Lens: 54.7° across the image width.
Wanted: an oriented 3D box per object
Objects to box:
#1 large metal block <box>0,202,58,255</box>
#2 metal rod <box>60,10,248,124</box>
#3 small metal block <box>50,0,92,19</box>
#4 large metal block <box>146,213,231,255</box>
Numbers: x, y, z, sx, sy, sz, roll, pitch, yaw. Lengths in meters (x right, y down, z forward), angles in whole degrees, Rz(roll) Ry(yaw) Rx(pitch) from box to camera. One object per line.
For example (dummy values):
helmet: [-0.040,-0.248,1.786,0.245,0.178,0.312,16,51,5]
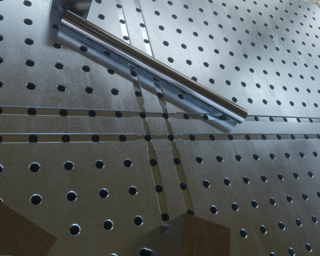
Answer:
large metal block: [-0.145,0.107,0.249,0.080,0.050,0.080,35,51,-5]
metal rod: [-0.001,-0.085,0.459,0.301,0.025,0.025,27,52,-11]
small metal block: [-0.125,-0.181,0.435,0.050,0.050,0.025,5,60,-26]
large metal block: [0.022,0.138,0.300,0.050,0.080,0.080,23,53,-15]
